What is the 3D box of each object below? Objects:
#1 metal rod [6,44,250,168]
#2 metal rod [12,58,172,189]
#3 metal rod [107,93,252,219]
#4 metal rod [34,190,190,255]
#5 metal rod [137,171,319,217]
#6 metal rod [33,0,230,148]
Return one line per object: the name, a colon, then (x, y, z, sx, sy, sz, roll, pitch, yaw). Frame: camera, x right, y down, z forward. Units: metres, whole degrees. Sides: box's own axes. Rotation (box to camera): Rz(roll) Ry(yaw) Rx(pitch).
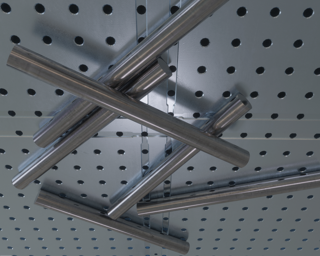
metal rod: (-0.019, -0.016, 0.362, 0.301, 0.025, 0.025, 24, 126, -19)
metal rod: (-0.106, 0.007, 0.416, 0.299, 0.025, 0.025, -34, 122, 25)
metal rod: (0.013, 0.056, 0.459, 0.025, 0.025, 0.299, 31, 124, -24)
metal rod: (-0.074, 0.175, 0.559, 0.301, 0.025, 0.025, 27, 125, -21)
metal rod: (0.109, 0.108, 0.503, 0.301, 0.025, 0.025, -12, 129, 9)
metal rod: (-0.050, -0.059, 0.360, 0.299, 0.025, 0.025, -34, 122, 25)
